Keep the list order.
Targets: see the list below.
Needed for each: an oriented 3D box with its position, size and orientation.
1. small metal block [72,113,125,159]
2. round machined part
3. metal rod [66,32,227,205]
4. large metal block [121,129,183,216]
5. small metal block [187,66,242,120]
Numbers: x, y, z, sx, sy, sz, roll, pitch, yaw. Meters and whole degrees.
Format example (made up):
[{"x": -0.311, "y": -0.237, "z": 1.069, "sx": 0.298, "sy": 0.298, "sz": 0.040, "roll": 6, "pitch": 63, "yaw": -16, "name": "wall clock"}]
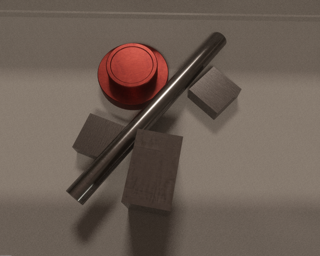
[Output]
[{"x": -0.077, "y": 0.015, "z": 0.403, "sx": 0.050, "sy": 0.025, "sz": 0.050, "roll": 21, "pitch": 71, "yaw": 7, "name": "small metal block"}, {"x": -0.037, "y": -0.077, "z": 0.428, "sx": 0.099, "sy": 0.042, "sz": 0.098, "roll": 0, "pitch": 70, "yaw": 0, "name": "round machined part"}, {"x": -0.004, "y": -0.027, "z": 0.403, "sx": 0.025, "sy": 0.025, "sz": 0.301, "roll": 36, "pitch": 68, "yaw": 12, "name": "metal rod"}, {"x": -0.007, "y": 0.055, "z": 0.360, "sx": 0.050, "sy": 0.080, "sz": 0.080, "roll": 10, "pitch": 70, "yaw": 3, "name": "large metal block"}, {"x": 0.075, "y": -0.048, "z": 0.428, "sx": 0.050, "sy": 0.025, "sz": 0.050, "roll": 43, "pitch": 75, "yaw": 13, "name": "small metal block"}]
